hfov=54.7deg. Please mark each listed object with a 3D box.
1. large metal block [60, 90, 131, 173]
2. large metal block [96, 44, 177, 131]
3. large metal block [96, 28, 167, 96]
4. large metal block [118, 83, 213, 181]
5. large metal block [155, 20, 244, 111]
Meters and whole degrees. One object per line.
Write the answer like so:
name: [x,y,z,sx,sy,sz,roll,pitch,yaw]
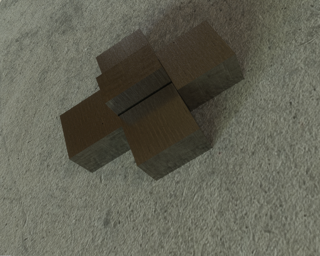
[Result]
large metal block: [-0.084,0.002,0.430,0.080,0.050,0.080,-32,52,7]
large metal block: [-0.024,-0.049,0.411,0.080,0.080,0.050,-32,52,7]
large metal block: [-0.040,-0.088,0.462,0.080,0.050,0.080,-32,52,7]
large metal block: [0.005,0.005,0.381,0.080,0.050,0.080,-32,52,7]
large metal block: [0.051,-0.083,0.411,0.080,0.050,0.080,-32,52,7]
